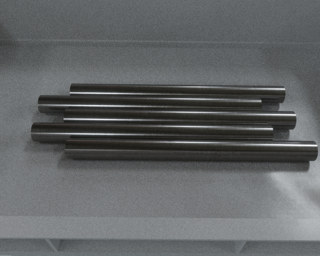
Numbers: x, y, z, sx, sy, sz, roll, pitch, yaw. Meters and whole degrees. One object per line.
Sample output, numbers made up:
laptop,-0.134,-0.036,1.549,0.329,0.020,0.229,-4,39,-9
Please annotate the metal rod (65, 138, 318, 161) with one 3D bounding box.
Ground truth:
metal rod,0.038,0.027,0.381,0.302,0.025,0.025,1,50,0

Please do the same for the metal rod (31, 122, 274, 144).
metal rod,-0.009,0.007,0.397,0.302,0.025,0.025,1,50,0

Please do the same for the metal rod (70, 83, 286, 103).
metal rod,0.025,-0.050,0.445,0.302,0.025,0.025,1,50,0

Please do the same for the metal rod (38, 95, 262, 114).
metal rod,-0.013,-0.031,0.429,0.302,0.025,0.025,1,50,0

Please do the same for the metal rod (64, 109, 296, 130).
metal rod,0.026,-0.012,0.414,0.302,0.025,0.025,1,50,0
